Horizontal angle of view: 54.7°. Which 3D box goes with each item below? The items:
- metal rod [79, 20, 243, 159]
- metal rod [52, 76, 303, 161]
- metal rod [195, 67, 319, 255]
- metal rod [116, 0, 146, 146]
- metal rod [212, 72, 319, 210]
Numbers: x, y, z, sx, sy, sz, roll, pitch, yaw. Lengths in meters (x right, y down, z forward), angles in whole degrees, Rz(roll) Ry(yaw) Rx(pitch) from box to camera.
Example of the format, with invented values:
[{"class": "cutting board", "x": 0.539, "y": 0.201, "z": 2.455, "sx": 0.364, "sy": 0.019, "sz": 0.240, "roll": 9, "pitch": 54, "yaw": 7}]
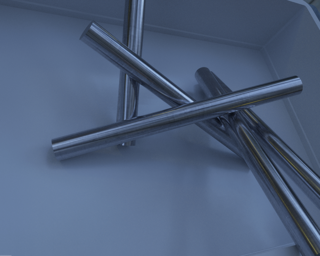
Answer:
[{"class": "metal rod", "x": 0.035, "y": -0.027, "z": 0.389, "sx": 0.301, "sy": 0.025, "sz": 0.025, "roll": 34, "pitch": 49, "yaw": -28}, {"class": "metal rod", "x": 0.030, "y": -0.015, "z": 0.363, "sx": 0.302, "sy": 0.025, "sz": 0.025, "roll": -15, "pitch": 68, "yaw": -11}, {"class": "metal rod", "x": 0.099, "y": 0.012, "z": 0.364, "sx": 0.025, "sy": 0.025, "sz": 0.300, "roll": 10, "pitch": 36, "yaw": -24}, {"class": "metal rod", "x": -0.032, "y": -0.128, "z": 0.376, "sx": 0.025, "sy": 0.025, "sz": 0.298, "roll": 4, "pitch": 90, "yaw": -27}, {"class": "metal rod", "x": 0.133, "y": 0.010, "z": 0.396, "sx": 0.025, "sy": 0.025, "sz": 0.300, "roll": 1, "pitch": 37, "yaw": -28}]
